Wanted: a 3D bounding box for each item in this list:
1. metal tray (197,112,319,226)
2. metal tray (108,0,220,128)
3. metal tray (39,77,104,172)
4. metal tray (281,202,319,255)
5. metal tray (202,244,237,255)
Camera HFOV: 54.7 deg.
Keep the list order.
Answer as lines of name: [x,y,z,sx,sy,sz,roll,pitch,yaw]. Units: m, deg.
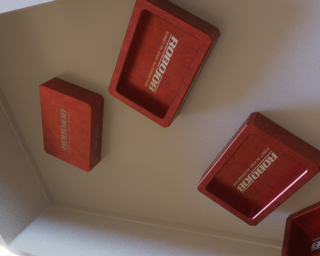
metal tray: [0.114,0.055,0.378,0.090,0.030,0.129,33,129,6]
metal tray: [-0.001,-0.073,0.360,0.090,0.030,0.129,32,129,7]
metal tray: [-0.135,-0.003,0.475,0.090,0.030,0.129,22,127,15]
metal tray: [0.194,0.113,0.333,0.030,0.090,0.129,44,129,-2]
metal tray: [0.121,0.256,0.503,0.130,0.030,0.089,39,129,1]
